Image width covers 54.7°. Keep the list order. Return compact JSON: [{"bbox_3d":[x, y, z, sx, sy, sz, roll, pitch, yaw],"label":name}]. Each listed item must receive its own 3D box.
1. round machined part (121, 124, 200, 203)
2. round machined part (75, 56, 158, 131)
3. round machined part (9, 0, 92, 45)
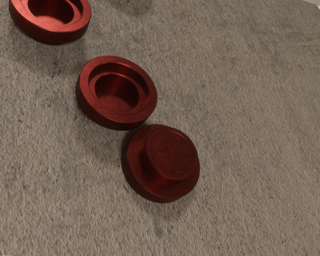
[{"bbox_3d":[0.007,0.037,0.375,0.099,0.042,0.098,14,56,-21],"label":"round machined part"},{"bbox_3d":[-0.056,-0.039,0.388,0.099,0.042,0.098,14,56,-21],"label":"round machined part"},{"bbox_3d":[-0.144,-0.148,0.407,0.099,0.042,0.098,14,56,-21],"label":"round machined part"}]
